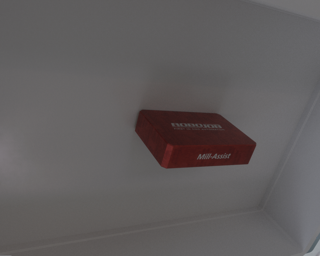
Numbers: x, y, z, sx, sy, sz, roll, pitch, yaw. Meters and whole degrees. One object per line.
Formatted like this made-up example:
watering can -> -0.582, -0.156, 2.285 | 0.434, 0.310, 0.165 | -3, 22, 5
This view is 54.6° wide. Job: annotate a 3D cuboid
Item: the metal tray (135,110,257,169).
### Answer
metal tray -> 0.045, 0.012, 0.397 | 0.131, 0.090, 0.030 | 1, 118, -29
